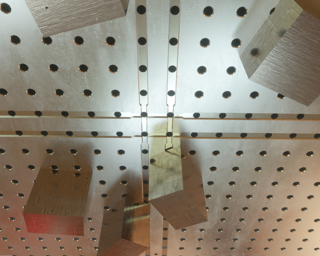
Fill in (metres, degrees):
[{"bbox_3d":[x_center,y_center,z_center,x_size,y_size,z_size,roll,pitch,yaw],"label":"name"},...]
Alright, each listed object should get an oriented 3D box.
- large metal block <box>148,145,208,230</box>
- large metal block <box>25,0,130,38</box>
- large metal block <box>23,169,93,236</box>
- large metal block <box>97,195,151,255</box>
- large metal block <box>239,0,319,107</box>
[{"bbox_3d":[0.026,0.087,0.449,0.050,0.080,0.080,-22,127,18],"label":"large metal block"},{"bbox_3d":[-0.080,-0.138,0.277,0.080,0.050,0.080,-12,129,9],"label":"large metal block"},{"bbox_3d":[-0.149,0.111,0.469,0.080,0.080,0.050,5,130,-5],"label":"large metal block"},{"bbox_3d":[-0.060,0.174,0.523,0.050,0.080,0.080,28,125,-22],"label":"large metal block"},{"bbox_3d":[0.146,-0.080,0.328,0.080,0.050,0.080,20,127,-17],"label":"large metal block"}]
